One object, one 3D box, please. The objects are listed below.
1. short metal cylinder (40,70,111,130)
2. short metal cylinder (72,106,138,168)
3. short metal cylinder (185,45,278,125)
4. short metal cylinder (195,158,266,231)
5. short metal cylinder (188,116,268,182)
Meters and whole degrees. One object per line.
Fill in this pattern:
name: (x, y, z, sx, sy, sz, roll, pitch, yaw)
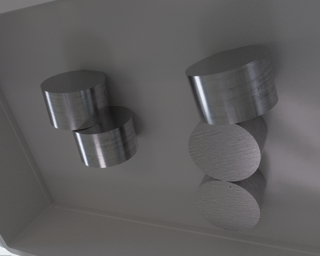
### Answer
short metal cylinder: (-0.109, -0.039, 0.406, 0.080, 0.080, 0.050, 10, 122, 23)
short metal cylinder: (-0.073, 0.010, 0.418, 0.080, 0.080, 0.050, 6, 121, 25)
short metal cylinder: (0.071, -0.044, 0.308, 0.080, 0.080, 0.050, -7, 115, 31)
short metal cylinder: (0.091, 0.084, 0.397, 0.080, 0.050, 0.079, 13, 124, 21)
short metal cylinder: (0.079, 0.015, 0.360, 0.080, 0.050, 0.079, 13, 124, 21)
